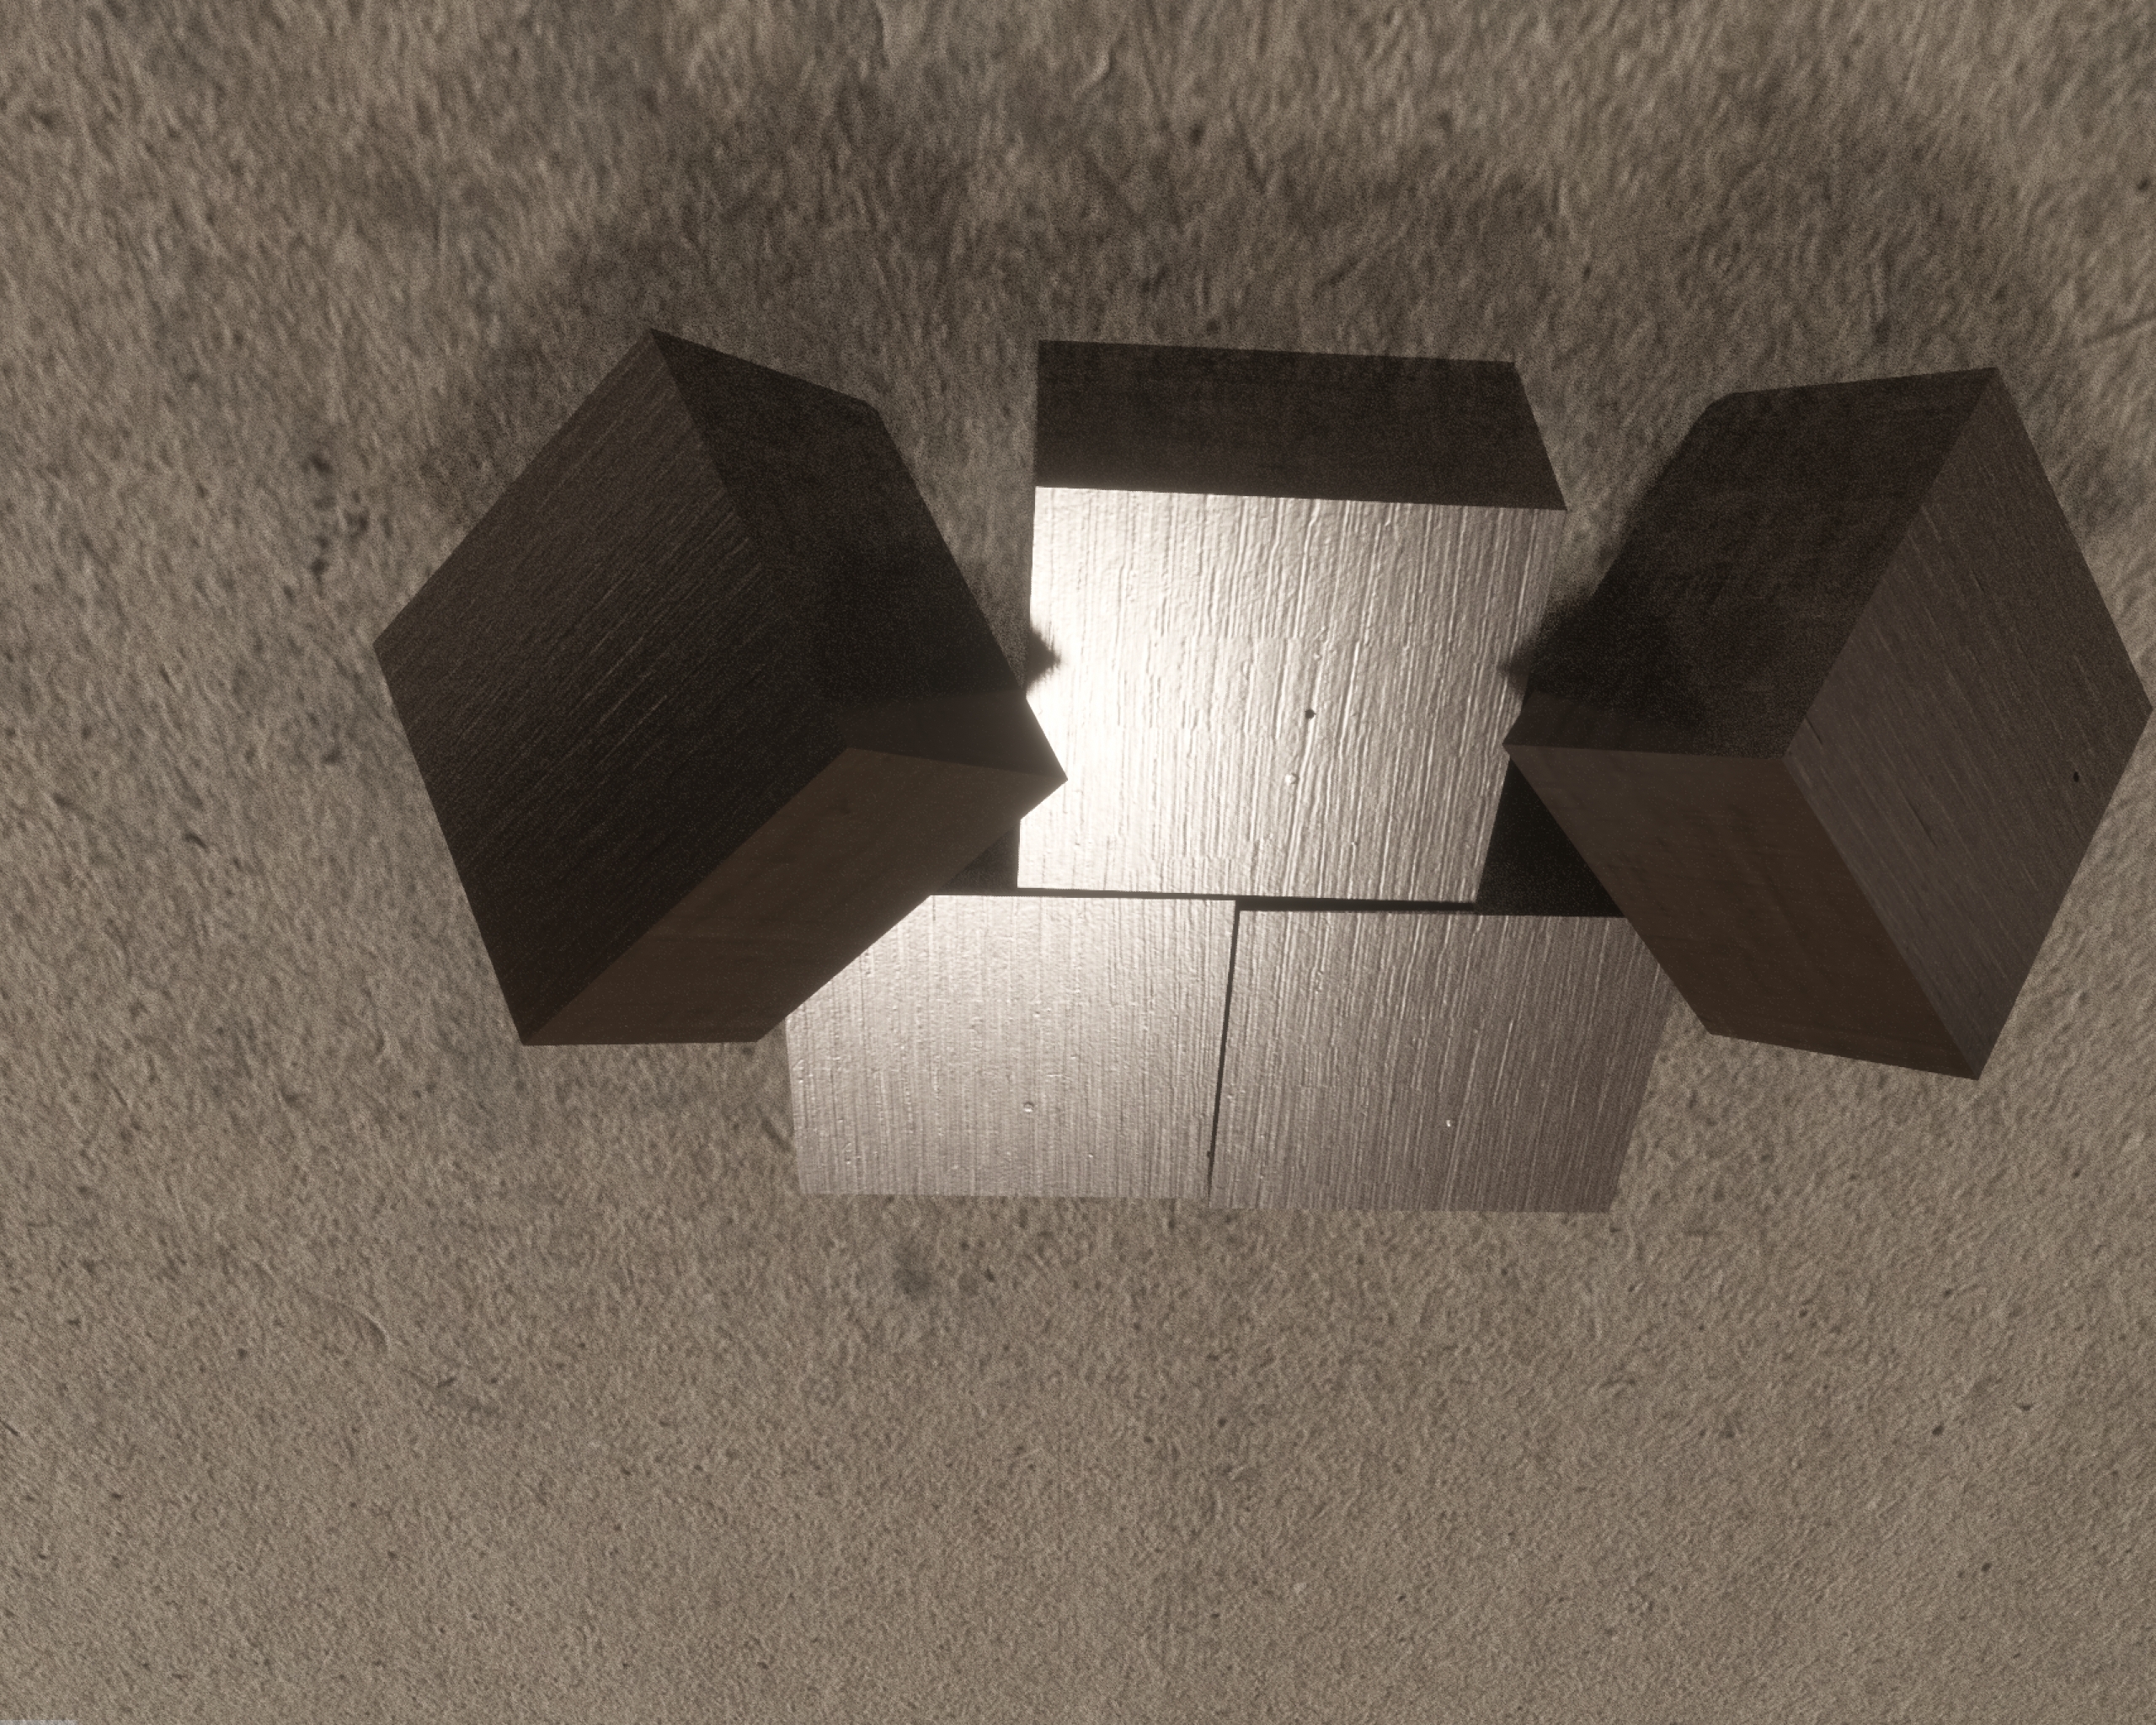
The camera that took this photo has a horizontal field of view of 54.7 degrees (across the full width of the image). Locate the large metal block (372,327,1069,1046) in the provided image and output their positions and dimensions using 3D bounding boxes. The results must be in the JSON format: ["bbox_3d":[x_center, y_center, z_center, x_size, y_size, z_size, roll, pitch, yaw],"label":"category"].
[{"bbox_3d":[-0.061,-0.025,0.341,0.080,0.080,0.050,-39,155,28],"label":"large metal block"}]

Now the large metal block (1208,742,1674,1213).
[{"bbox_3d":[0.067,0.023,0.411,0.081,0.050,0.079,1,130,-2],"label":"large metal block"}]

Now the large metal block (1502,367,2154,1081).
[{"bbox_3d":[0.127,-0.023,0.347,0.050,0.080,0.080,8,147,51],"label":"large metal block"}]

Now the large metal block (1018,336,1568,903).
[{"bbox_3d":[0.032,-0.041,0.358,0.081,0.050,0.079,2,130,-2],"label":"large metal block"}]

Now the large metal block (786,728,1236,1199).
[{"bbox_3d":[-0.014,0.020,0.408,0.081,0.050,0.079,1,130,-2],"label":"large metal block"}]
